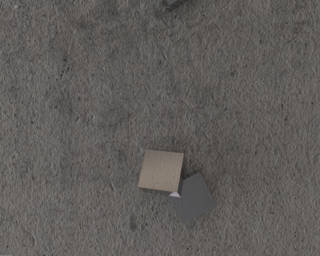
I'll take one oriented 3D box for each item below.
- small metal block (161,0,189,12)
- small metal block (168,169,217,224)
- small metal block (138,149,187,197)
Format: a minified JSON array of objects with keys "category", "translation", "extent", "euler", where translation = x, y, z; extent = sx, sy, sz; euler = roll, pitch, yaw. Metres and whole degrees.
[{"category":"small metal block","translation":[0.020,-0.192,0.410],"extent":[0.050,0.025,0.050],"euler":[-32,90,0]},{"category":"small metal block","translation":[0.040,0.090,0.410],"extent":[0.050,0.025,0.050],"euler":[-27,90,0]},{"category":"small metal block","translation":[0.004,0.057,0.394],"extent":[0.050,0.025,0.050],"euler":[5,65,16]}]
